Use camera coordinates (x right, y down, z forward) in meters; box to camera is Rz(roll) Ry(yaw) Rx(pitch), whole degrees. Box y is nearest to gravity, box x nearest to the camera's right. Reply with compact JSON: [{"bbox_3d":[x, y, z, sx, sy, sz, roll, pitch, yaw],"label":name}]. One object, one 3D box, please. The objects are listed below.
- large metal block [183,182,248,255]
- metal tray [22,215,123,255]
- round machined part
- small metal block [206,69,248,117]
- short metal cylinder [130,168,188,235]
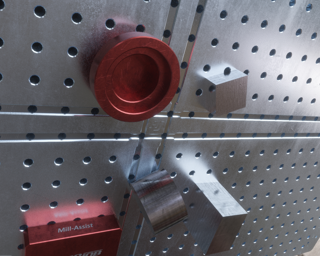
[{"bbox_3d":[0.087,0.147,0.514,0.050,0.080,0.079,3,117,-30],"label":"large metal block"},{"bbox_3d":[-0.127,0.178,0.449,0.131,0.030,0.089,-1,119,-28],"label":"metal tray"},{"bbox_3d":[-0.030,-0.059,0.347,0.099,0.042,0.097,-14,124,-21],"label":"round machined part"},{"bbox_3d":[0.092,-0.049,0.431,0.050,0.025,0.050,-19,126,-18],"label":"small metal block"},{"bbox_3d":[-0.003,0.103,0.438,0.050,0.080,0.080,-24,127,-14],"label":"short metal cylinder"}]
